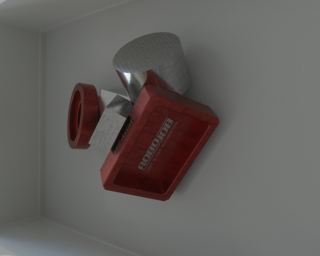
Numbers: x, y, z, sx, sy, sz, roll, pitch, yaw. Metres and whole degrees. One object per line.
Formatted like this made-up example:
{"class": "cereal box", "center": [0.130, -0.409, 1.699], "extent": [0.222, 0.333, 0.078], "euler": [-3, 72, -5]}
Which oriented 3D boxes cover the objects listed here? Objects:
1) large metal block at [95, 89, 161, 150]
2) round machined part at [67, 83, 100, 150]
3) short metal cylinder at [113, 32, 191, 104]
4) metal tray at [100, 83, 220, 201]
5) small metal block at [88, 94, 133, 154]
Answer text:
{"class": "large metal block", "center": [-0.041, -0.004, 0.420], "extent": [0.080, 0.050, 0.079], "euler": [19, 102, 38]}
{"class": "round machined part", "center": [-0.107, -0.016, 0.464], "extent": [0.098, 0.042, 0.098], "euler": [-19, 68, 60]}
{"class": "short metal cylinder", "center": [-0.008, -0.070, 0.366], "extent": [0.080, 0.080, 0.050], "euler": [21, 147, 38]}
{"class": "metal tray", "center": [-0.003, 0.023, 0.361], "extent": [0.129, 0.091, 0.030], "euler": [-60, 29, 22]}
{"class": "small metal block", "center": [-0.055, -0.006, 0.365], "extent": [0.025, 0.050, 0.050], "euler": [28, 113, -4]}
